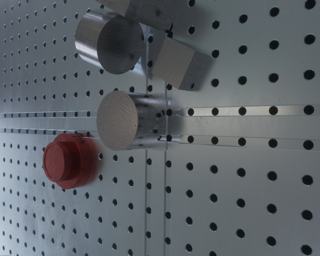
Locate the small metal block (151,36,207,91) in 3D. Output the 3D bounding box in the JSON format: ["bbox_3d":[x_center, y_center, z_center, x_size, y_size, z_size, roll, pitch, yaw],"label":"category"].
[{"bbox_3d":[0.023,-0.081,0.390,0.050,0.025,0.050,37,113,33],"label":"small metal block"}]

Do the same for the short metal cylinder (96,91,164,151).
[{"bbox_3d":[-0.042,-0.010,0.428,0.080,0.050,0.079,0,90,40],"label":"short metal cylinder"}]

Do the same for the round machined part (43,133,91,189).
[{"bbox_3d":[-0.166,0.057,0.536,0.098,0.042,0.097,0,90,40],"label":"round machined part"}]

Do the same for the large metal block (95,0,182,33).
[{"bbox_3d":[-0.031,-0.170,0.399,0.080,0.081,0.050,39,114,33],"label":"large metal block"}]

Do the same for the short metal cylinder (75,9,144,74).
[{"bbox_3d":[-0.069,-0.120,0.431,0.050,0.081,0.079,29,108,36],"label":"short metal cylinder"}]
